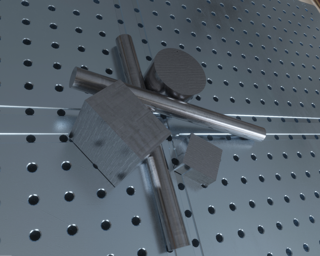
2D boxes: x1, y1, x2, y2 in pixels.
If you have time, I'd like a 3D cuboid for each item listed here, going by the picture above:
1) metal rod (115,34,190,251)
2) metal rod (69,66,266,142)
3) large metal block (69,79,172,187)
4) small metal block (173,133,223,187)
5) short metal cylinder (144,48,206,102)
[{"bbox_3d":[-0.016,0.001,0.400,0.025,0.025,0.299,-2,63,-29],"label":"metal rod"},{"bbox_3d":[0.031,-0.023,0.416,0.302,0.025,0.025,15,56,-29],"label":"metal rod"},{"bbox_3d":[-0.047,0.008,0.342,0.080,0.080,0.050,46,51,4],"label":"large metal block"},{"bbox_3d":[0.051,0.042,0.413,0.050,0.025,0.050,29,52,-10],"label":"small metal block"},{"bbox_3d":[0.018,-0.067,0.444,0.081,0.050,0.080,14,56,-21],"label":"short metal cylinder"}]
